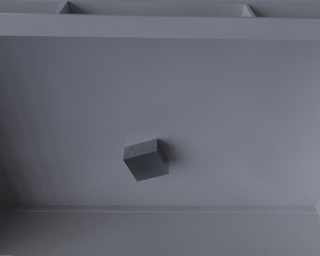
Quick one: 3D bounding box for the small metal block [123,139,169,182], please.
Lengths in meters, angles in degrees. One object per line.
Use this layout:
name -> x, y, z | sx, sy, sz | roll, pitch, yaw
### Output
small metal block -> -0.019, 0.047, 0.449 | 0.050, 0.025, 0.050 | -16, 129, 13
